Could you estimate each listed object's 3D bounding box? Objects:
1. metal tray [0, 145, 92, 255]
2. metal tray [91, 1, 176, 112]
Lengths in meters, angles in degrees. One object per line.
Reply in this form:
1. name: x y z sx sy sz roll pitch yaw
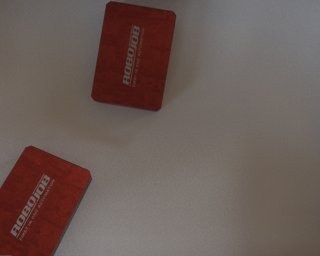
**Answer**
1. metal tray: -0.154 0.098 0.384 0.090 0.030 0.130 24 68 0
2. metal tray: -0.033 -0.092 0.408 0.091 0.030 0.129 9 90 -1
